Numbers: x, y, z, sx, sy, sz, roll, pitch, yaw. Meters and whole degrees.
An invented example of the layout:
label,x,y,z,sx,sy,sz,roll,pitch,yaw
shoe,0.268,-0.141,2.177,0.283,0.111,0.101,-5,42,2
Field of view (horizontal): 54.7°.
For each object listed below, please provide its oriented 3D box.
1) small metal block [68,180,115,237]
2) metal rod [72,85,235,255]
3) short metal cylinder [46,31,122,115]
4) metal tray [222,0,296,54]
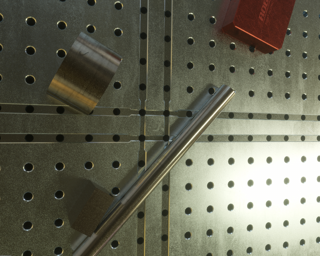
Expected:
label,x,y,z,sx,sy,sz,roll,pitch,yaw
small metal block,-0.083,0.094,0.369,0.025,0.050,0.050,35,79,-17
metal rod,0.001,0.053,0.414,0.025,0.025,0.301,46,75,-15
short metal cylinder,-0.086,-0.061,0.352,0.050,0.080,0.080,30,80,-18
metal tray,0.156,-0.191,0.469,0.091,0.030,0.129,21,83,-19
